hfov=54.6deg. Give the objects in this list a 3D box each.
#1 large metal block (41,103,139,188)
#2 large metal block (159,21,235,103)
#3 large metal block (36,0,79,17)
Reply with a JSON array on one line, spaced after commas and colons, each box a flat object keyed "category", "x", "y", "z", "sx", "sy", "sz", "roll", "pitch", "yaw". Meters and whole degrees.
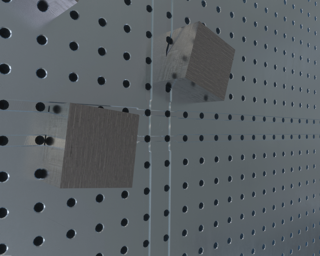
[{"category": "large metal block", "x": -0.073, "y": 0.020, "z": 0.331, "sx": 0.081, "sy": 0.050, "sz": 0.080, "roll": 9, "pitch": 85, "yaw": -40}, {"category": "large metal block", "x": 0.054, "y": -0.089, "z": 0.437, "sx": 0.080, "sy": 0.050, "sz": 0.080, "roll": 23, "pitch": 75, "yaw": -38}, {"category": "large metal block", "x": -0.106, "y": -0.173, "z": 0.303, "sx": 0.080, "sy": 0.050, "sz": 0.080, "roll": 36, "pitch": 68, "yaw": -34}]
